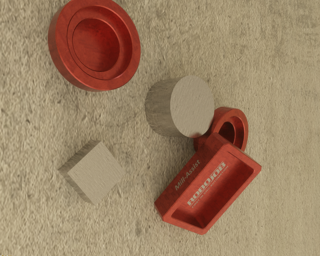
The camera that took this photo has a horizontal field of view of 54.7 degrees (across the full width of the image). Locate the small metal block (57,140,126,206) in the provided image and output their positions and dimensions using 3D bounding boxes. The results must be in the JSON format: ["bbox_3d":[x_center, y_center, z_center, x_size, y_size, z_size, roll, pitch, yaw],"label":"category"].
[{"bbox_3d":[-0.075,0.049,0.344,0.050,0.025,0.050,-47,118,-30],"label":"small metal block"}]

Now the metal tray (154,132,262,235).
[{"bbox_3d":[0.066,0.079,0.419,0.090,0.030,0.130,32,100,-36],"label":"metal tray"}]

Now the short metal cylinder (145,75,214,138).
[{"bbox_3d":[0.027,-0.027,0.413,0.081,0.050,0.079,0,90,-40],"label":"short metal cylinder"}]

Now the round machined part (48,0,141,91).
[{"bbox_3d":[-0.073,-0.088,0.334,0.099,0.042,0.097,0,90,-40],"label":"round machined part"}]

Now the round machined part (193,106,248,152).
[{"bbox_3d":[0.087,0.016,0.461,0.099,0.042,0.097,-16,113,-42],"label":"round machined part"}]
